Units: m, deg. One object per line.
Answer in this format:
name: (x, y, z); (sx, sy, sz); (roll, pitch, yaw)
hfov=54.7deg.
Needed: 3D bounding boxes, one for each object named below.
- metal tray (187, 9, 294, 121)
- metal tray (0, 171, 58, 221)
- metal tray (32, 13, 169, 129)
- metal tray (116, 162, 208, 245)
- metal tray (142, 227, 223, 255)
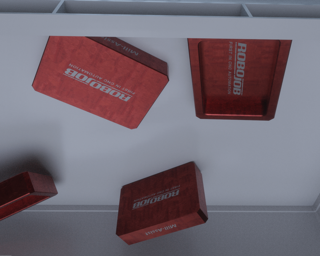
metal tray: (0.080, -0.058, 0.326); (0.090, 0.030, 0.130); (2, 146, 12)
metal tray: (-0.224, 0.106, 0.436); (0.131, 0.030, 0.090); (-25, 166, -3)
metal tray: (-0.066, -0.059, 0.355); (0.131, 0.030, 0.089); (23, 126, -19)
metal tray: (0.001, 0.111, 0.461); (0.130, 0.090, 0.030); (-22, 127, 17)
metal tray: (0.042, 0.223, 0.598); (0.131, 0.030, 0.089); (21, 127, -18)
